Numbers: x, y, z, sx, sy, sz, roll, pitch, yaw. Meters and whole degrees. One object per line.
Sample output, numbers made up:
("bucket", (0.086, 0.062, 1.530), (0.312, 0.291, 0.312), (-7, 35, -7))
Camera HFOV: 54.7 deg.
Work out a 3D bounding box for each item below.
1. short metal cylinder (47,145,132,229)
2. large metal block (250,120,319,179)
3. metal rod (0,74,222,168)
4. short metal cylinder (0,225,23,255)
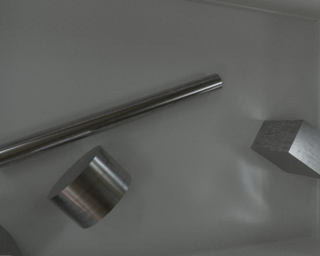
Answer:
("short metal cylinder", (-0.079, 0.066, 0.353), (0.080, 0.080, 0.050), (-46, 105, -14))
("large metal block", (0.198, 0.030, 0.456), (0.080, 0.080, 0.050), (33, 79, -18))
("metal rod", (-0.052, -0.015, 0.391), (0.302, 0.025, 0.025), (-21, 97, -19))
("short metal cylinder", (-0.187, 0.129, 0.313), (0.050, 0.080, 0.080), (-42, 104, -15))
